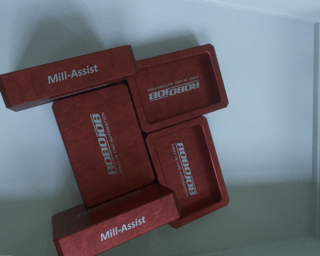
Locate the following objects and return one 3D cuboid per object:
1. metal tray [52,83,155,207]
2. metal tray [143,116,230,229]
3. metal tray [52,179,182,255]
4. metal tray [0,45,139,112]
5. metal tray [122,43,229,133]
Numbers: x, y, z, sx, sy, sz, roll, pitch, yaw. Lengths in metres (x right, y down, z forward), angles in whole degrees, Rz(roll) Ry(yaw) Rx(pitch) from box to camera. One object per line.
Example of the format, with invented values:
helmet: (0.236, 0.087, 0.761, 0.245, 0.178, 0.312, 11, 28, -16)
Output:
metal tray: (-0.068, 0.019, 0.380, 0.091, 0.030, 0.129, -19, 97, -19)
metal tray: (0.034, 0.057, 0.420, 0.091, 0.030, 0.129, -19, 97, -19)
metal tray: (-0.053, 0.101, 0.354, 0.131, 0.090, 0.030, -18, 97, -19)
metal tray: (-0.098, -0.052, 0.336, 0.131, 0.090, 0.030, -19, 97, -19)
metal tray: (0.021, -0.054, 0.415, 0.131, 0.030, 0.089, -18, 96, -20)
